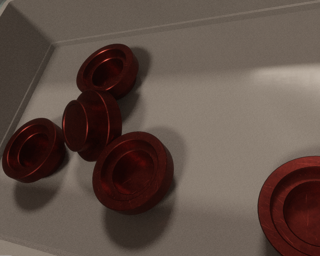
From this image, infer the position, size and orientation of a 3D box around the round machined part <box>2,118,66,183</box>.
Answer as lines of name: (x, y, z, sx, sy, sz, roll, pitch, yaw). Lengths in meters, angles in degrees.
round machined part: (-0.183, 0.037, 0.466, 0.098, 0.042, 0.098, -13, 56, 20)

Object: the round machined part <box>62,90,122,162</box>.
round machined part: (-0.097, -0.003, 0.416, 0.098, 0.042, 0.097, 1, 91, 46)

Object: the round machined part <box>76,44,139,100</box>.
round machined part: (-0.076, -0.080, 0.481, 0.098, 0.042, 0.098, -13, 54, 19)

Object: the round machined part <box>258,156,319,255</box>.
round machined part: (0.141, 0.078, 0.273, 0.098, 0.042, 0.098, -13, 56, 20)

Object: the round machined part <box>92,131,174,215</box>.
round machined part: (-0.028, 0.056, 0.374, 0.098, 0.042, 0.098, -13, 56, 20)
